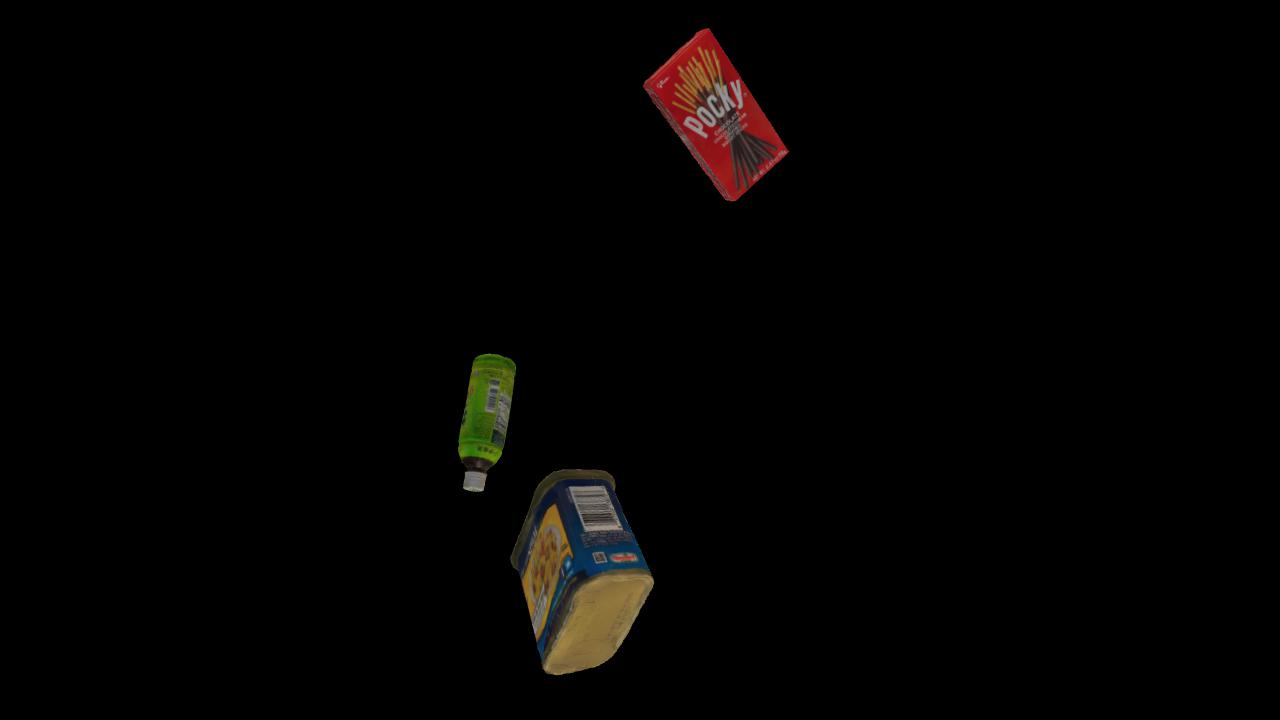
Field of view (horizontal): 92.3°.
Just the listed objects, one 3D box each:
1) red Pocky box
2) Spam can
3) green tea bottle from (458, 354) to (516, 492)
[{"bbox_3d":[0.081,-0.250,0.642,0.155,0.083,0.028,47,1,-24],"label":"red Pocky box"},{"bbox_3d":[-0.040,0.138,0.402,0.058,0.101,0.085,5,32,-29],"label":"Spam can"},{"bbox_3d":[-0.241,0.097,0.956,0.073,0.212,0.073,3,-26,1],"label":"green tea bottle"}]
